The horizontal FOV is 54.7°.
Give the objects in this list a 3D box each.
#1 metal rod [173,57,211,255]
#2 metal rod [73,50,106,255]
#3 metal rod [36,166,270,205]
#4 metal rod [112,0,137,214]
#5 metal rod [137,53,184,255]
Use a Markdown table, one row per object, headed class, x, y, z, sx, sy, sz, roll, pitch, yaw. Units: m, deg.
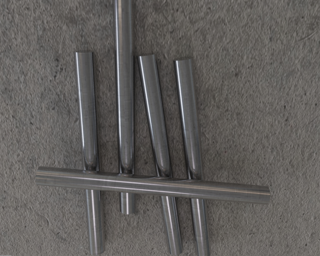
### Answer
| class | x | y | z | sx | sy | sz | roll | pitch | yaw |
| --- | --- | --- | --- | --- | --- | --- | --- | --- | --- |
| metal rod | 0.048 | 0.054 | 0.429 | 0.025 | 0.025 | 0.298 | -7 | 110 | 2 |
| metal rod | -0.094 | 0.047 | 0.426 | 0.025 | 0.025 | 0.298 | 1 | 110 | -1 |
| metal rod | -0.007 | 0.076 | 0.409 | 0.302 | 0.025 | 0.025 | 5 | 110 | -2 |
| metal rod | -0.044 | -0.021 | 0.401 | 0.025 | 0.025 | 0.298 | 1 | 110 | -1 |
| metal rod | 0.004 | 0.049 | 0.427 | 0.025 | 0.025 | 0.298 | -7 | 110 | 2 |
